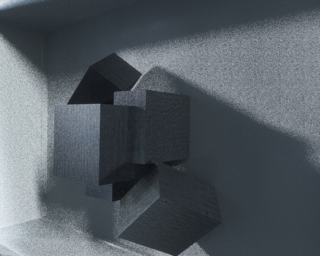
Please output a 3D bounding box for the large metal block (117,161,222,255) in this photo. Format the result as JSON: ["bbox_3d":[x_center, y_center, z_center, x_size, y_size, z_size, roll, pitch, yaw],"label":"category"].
[{"bbox_3d":[0.009,0.094,0.352,0.080,0.080,0.050,-49,26,29],"label":"large metal block"}]

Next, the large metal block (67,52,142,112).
[{"bbox_3d":[-0.077,-0.048,0.423,0.050,0.080,0.080,37,118,-5],"label":"large metal block"}]

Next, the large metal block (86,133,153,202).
[{"bbox_3d":[-0.049,0.047,0.410,0.050,0.081,0.080,1,91,40],"label":"large metal block"}]

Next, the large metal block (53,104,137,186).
[{"bbox_3d":[-0.073,0.015,0.344,0.080,0.050,0.079,2,92,40],"label":"large metal block"}]

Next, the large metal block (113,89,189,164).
[{"bbox_3d":[-0.009,-0.002,0.375,0.050,0.081,0.080,1,91,40],"label":"large metal block"}]
